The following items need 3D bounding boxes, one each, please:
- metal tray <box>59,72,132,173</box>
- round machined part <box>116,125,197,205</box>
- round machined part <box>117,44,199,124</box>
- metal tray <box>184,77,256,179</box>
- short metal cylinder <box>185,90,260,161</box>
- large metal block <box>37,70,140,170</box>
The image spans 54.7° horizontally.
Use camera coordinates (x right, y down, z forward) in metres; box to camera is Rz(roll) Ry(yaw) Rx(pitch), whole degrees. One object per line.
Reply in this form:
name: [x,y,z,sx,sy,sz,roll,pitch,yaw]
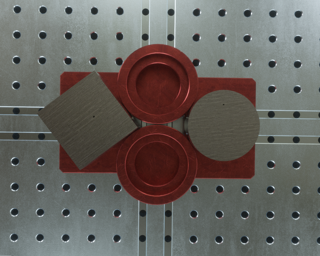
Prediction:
metal tray: [-0.083,-0.007,0.410,0.091,0.030,0.129,1,90,-2]
round machined part: [-0.004,0.045,0.396,0.099,0.042,0.097,0,90,0]
round machined part: [-0.002,-0.054,0.396,0.099,0.042,0.097,0,90,0]
metal tray: [0.077,0.000,0.409,0.091,0.030,0.129,1,90,0]
short metal cylinder: [0.071,-0.003,0.370,0.081,0.050,0.079,0,90,0]
large metal block: [-0.081,-0.009,0.370,0.080,0.050,0.080,-37,90,0]
